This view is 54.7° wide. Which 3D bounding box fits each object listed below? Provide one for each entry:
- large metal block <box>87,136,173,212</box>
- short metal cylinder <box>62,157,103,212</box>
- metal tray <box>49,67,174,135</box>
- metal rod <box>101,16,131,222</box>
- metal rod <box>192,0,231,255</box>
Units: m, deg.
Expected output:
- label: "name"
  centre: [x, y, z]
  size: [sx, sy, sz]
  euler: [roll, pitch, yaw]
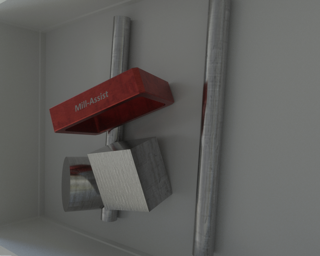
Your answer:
- label: "large metal block"
  centre: [-0.040, 0.061, 0.408]
  size: [0.080, 0.050, 0.080]
  euler: [-9, 100, 39]
- label: "short metal cylinder"
  centre: [-0.115, 0.083, 0.464]
  size: [0.080, 0.050, 0.079]
  euler: [-177, 90, -65]
- label: "metal tray"
  centre: [-0.059, -0.027, 0.390]
  size: [0.130, 0.090, 0.030]
  euler: [-21, 78, 22]
- label: "metal rod"
  centre: [-0.066, -0.011, 0.458]
  size: [0.025, 0.025, 0.298]
  euler: [7, 94, 39]
- label: "metal rod"
  centre: [0.059, 0.000, 0.356]
  size: [0.025, 0.025, 0.298]
  euler: [6, 94, 39]
